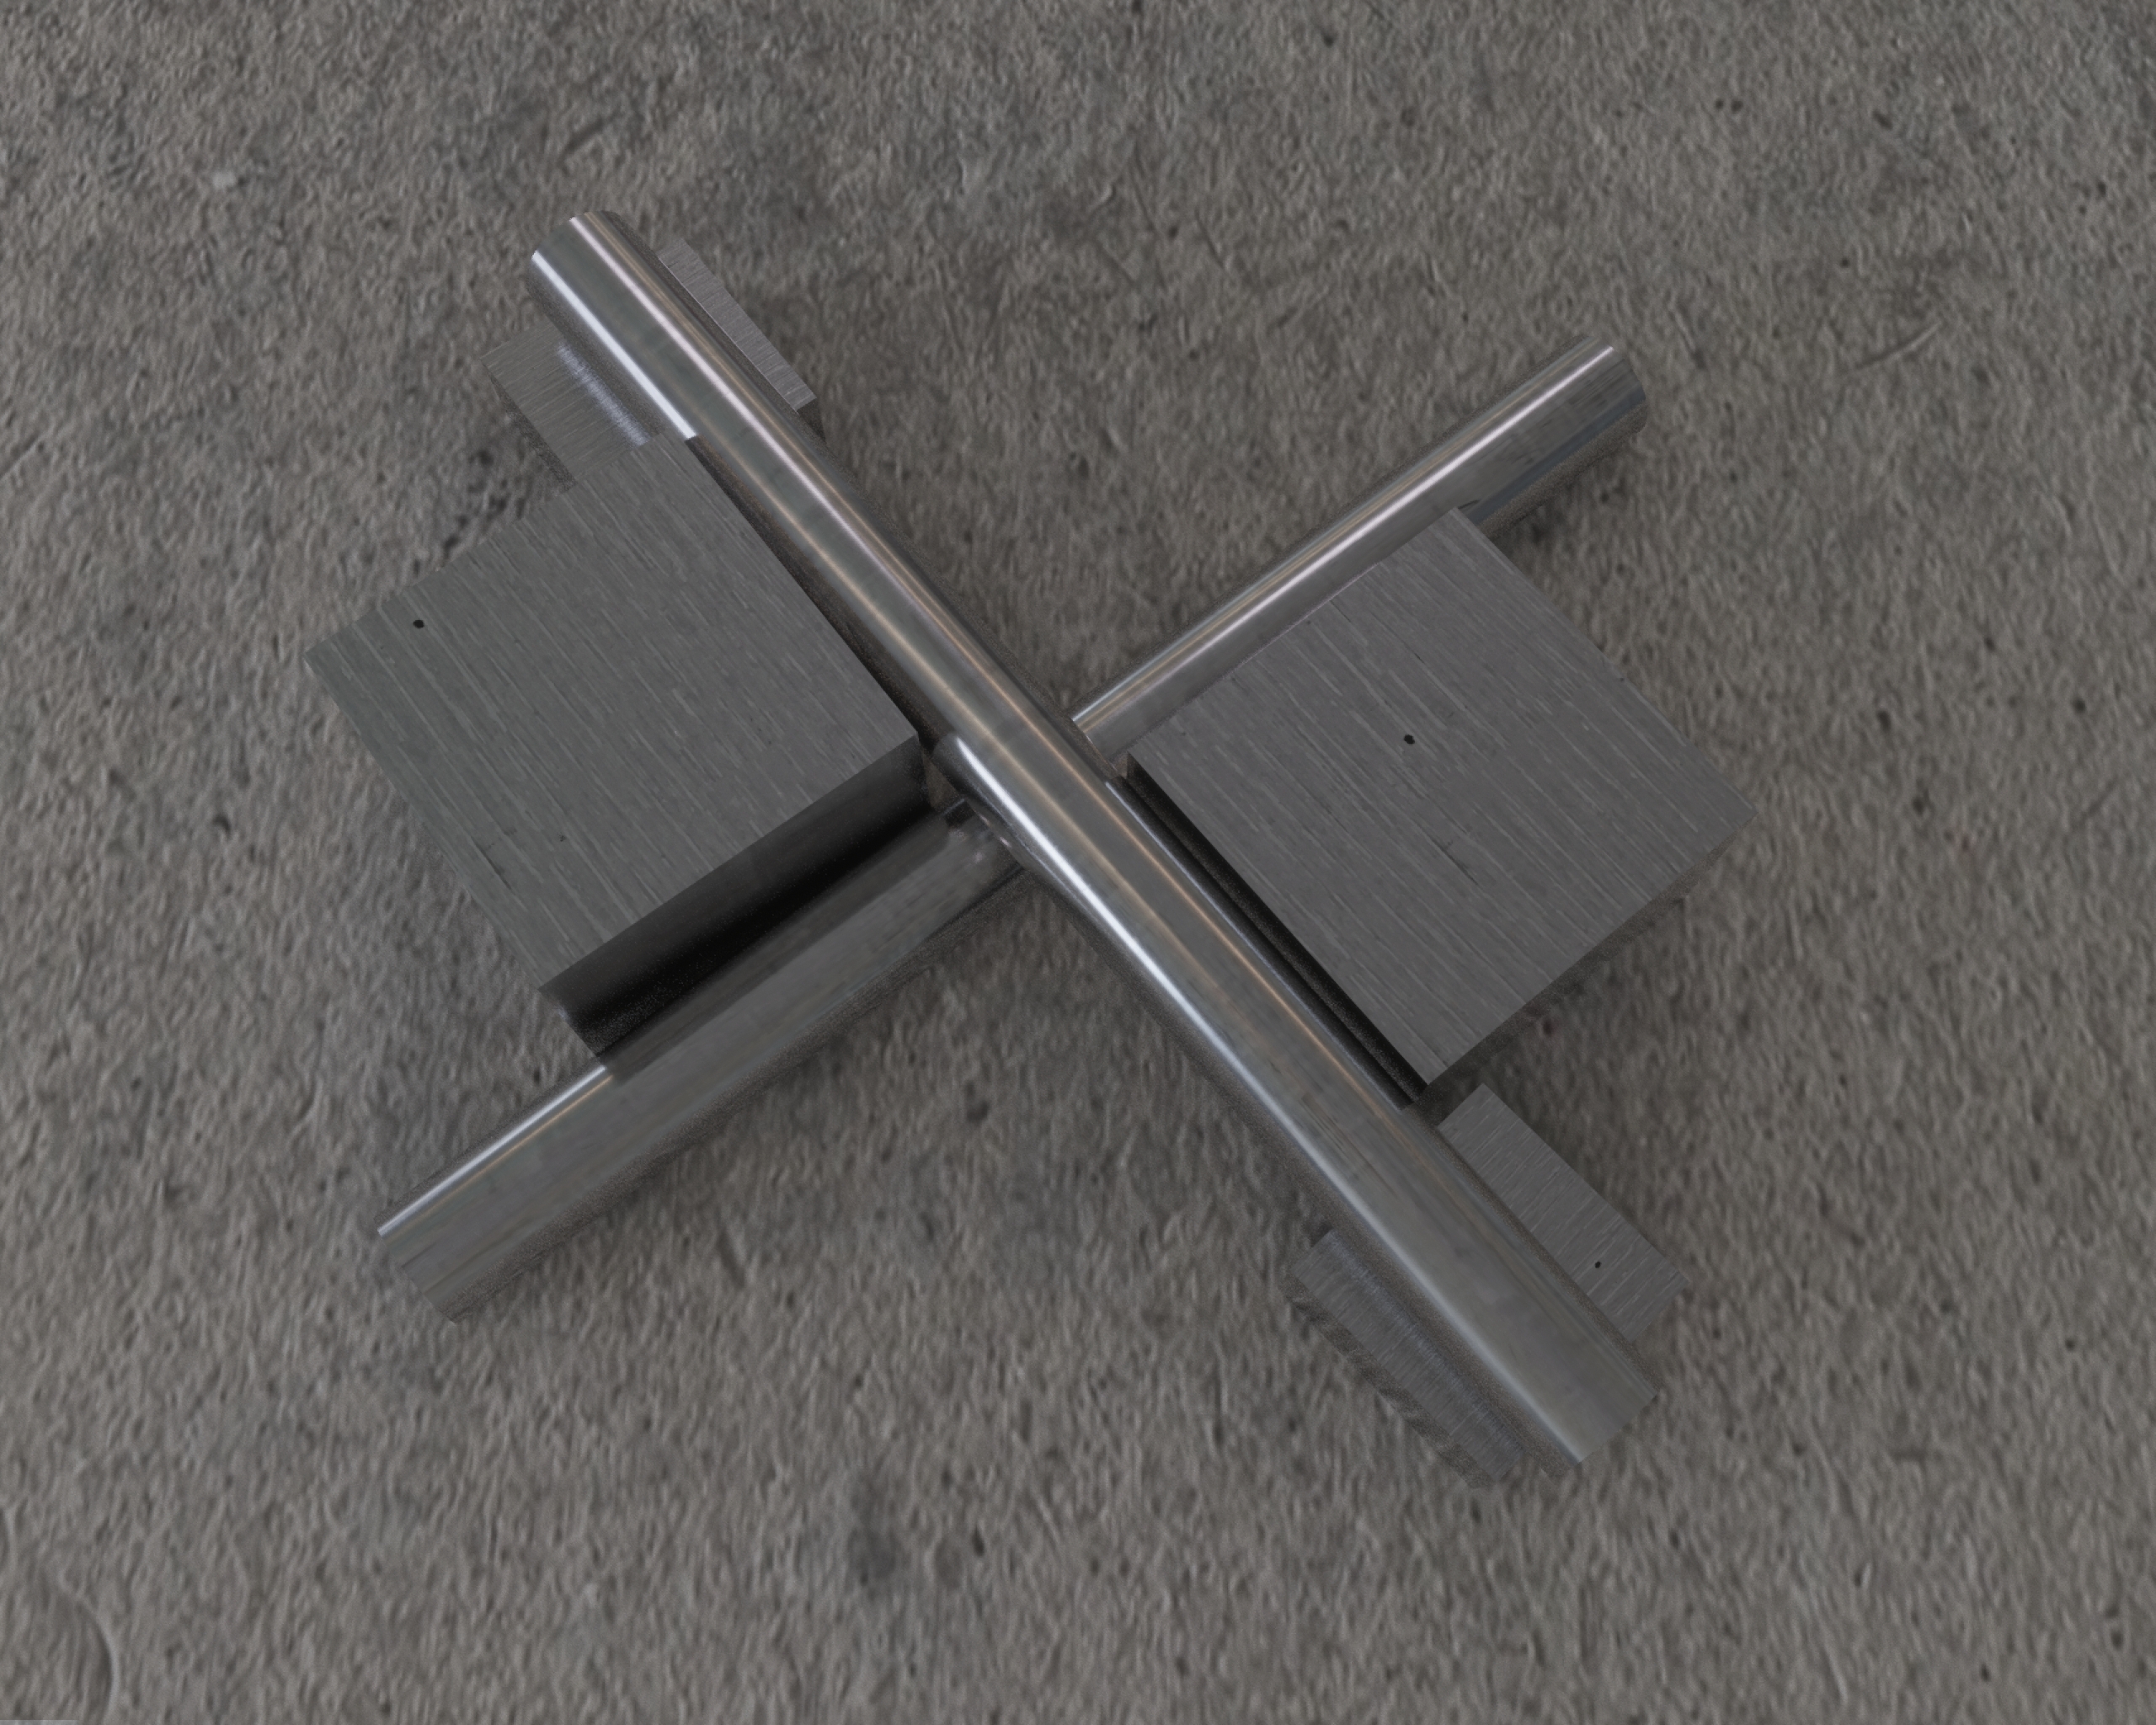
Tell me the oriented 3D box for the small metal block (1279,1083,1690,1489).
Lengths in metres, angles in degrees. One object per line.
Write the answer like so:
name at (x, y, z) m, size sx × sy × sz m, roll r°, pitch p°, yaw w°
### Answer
small metal block at (0.073, 0.078, 0.382) m, size 0.050 × 0.025 × 0.050 m, roll -41°, pitch 75°, yaw -14°

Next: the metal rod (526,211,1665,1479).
metal rod at (-0.007, -0.014, 0.387) m, size 0.025 × 0.025 × 0.300 m, roll -38°, pitch 75°, yaw -13°

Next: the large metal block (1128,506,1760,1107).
large metal block at (0.066, -0.006, 0.399) m, size 0.080 × 0.050 × 0.080 m, roll -37°, pitch 74°, yaw -13°

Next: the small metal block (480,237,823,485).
small metal block at (-0.089, -0.097, 0.445) m, size 0.050 × 0.025 × 0.050 m, roll -36°, pitch 74°, yaw -12°

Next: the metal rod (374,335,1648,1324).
metal rod at (-0.004, -0.014, 0.415) m, size 0.301 × 0.025 × 0.025 m, roll -37°, pitch 74°, yaw -13°

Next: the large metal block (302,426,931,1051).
large metal block at (-0.085, -0.022, 0.402) m, size 0.080 × 0.050 × 0.080 m, roll -35°, pitch 74°, yaw -12°
